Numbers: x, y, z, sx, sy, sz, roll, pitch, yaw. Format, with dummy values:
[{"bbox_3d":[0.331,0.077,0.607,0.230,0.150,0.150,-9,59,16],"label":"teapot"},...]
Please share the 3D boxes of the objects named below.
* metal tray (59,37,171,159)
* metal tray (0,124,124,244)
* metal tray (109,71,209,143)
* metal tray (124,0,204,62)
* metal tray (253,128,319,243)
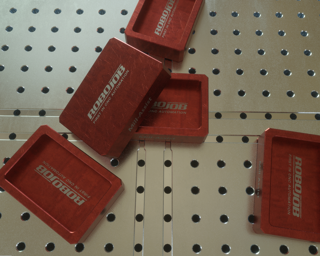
[{"bbox_3d":[-0.058,-0.039,0.390,0.090,0.030,0.130,34,91,26],"label":"metal tray"},{"bbox_3d":[-0.122,0.067,0.382,0.130,0.030,0.090,34,73,11],"label":"metal tray"},{"bbox_3d":[-0.002,-0.029,0.419,0.131,0.030,0.090,3,70,0],"label":"metal tray"},{"bbox_3d":[0.011,-0.173,0.472,0.090,0.030,0.130,18,71,6],"label":"metal tray"},{"bbox_3d":[0.169,0.070,0.385,0.091,0.030,0.130,9,70,3],"label":"metal tray"}]
